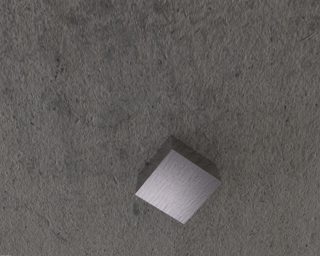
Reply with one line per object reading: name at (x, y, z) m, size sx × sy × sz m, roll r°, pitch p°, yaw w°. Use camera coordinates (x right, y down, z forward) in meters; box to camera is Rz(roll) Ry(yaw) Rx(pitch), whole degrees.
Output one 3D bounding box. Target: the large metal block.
large metal block at (0.024, 0.069, 0.422) m, size 0.080 × 0.050 × 0.080 m, roll 34°, pitch 106°, yaw -12°
